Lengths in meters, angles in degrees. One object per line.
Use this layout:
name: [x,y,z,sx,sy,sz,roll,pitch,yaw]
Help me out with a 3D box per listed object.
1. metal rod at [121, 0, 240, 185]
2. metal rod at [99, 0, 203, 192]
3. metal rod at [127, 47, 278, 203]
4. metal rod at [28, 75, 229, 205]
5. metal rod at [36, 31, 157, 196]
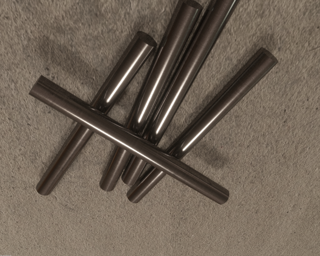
metal rod: [0.011,-0.028,0.383,0.025,0.025,0.298,17,128,-15]
metal rod: [-0.026,-0.017,0.392,0.025,0.025,0.298,17,128,-15]
metal rod: [0.039,0.015,0.420,0.025,0.025,0.298,26,125,-21]
metal rod: [-0.020,0.028,0.396,0.301,0.025,0.025,33,122,-26]
metal rod: [-0.097,0.000,0.406,0.025,0.025,0.298,27,125,-22]
